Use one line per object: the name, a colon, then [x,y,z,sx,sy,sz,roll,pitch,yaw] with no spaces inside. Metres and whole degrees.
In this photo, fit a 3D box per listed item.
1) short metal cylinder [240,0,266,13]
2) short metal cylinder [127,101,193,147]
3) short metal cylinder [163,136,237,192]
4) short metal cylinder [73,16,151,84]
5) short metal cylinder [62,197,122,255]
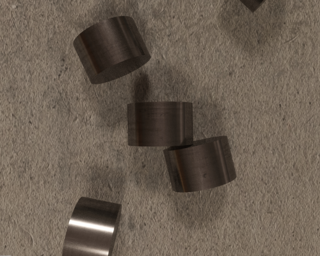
short metal cylinder: [0.127,-0.192,0.384,0.050,0.080,0.080,44,90,-1]
short metal cylinder: [0.000,-0.005,0.383,0.081,0.080,0.050,-1,90,-1]
short metal cylinder: [0.049,0.043,0.383,0.080,0.080,0.050,-13,90,0]
short metal cylinder: [-0.058,-0.094,0.382,0.080,0.080,0.050,-25,90,0]
short metal cylinder: [-0.081,0.129,0.382,0.050,0.080,0.080,12,90,0]
